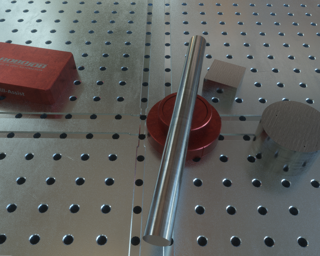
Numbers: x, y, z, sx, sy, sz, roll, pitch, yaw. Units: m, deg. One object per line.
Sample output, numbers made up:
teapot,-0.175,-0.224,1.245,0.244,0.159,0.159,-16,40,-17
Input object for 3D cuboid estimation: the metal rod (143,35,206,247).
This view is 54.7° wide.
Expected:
metal rod,0.027,-0.014,0.365,0.025,0.025,0.300,9,51,7

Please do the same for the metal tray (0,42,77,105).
metal tray,-0.208,-0.086,0.474,0.131,0.030,0.090,10,51,8

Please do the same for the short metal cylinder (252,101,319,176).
short metal cylinder,0.160,0.012,0.384,0.081,0.050,0.080,0,50,0

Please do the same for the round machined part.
round machined part,0.032,-0.010,0.405,0.099,0.042,0.098,0,50,0

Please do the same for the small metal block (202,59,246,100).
small metal block,0.098,-0.074,0.472,0.050,0.025,0.050,20,53,15
